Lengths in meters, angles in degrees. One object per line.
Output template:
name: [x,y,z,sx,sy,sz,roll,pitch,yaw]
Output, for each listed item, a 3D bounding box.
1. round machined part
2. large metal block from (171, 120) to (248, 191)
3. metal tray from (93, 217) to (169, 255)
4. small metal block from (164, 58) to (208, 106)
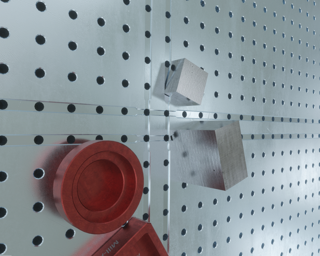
round machined part: [-0.069,0.062,0.340,0.099,0.042,0.097,0,90,-40]
large metal block: [0.068,0.034,0.430,0.050,0.080,0.079,-19,103,-38]
metal tray: [-0.047,0.183,0.366,0.131,0.030,0.090,-38,114,-33]
small metal block: [0.038,-0.064,0.441,0.050,0.025,0.050,24,75,-38]
